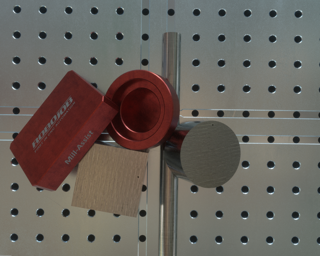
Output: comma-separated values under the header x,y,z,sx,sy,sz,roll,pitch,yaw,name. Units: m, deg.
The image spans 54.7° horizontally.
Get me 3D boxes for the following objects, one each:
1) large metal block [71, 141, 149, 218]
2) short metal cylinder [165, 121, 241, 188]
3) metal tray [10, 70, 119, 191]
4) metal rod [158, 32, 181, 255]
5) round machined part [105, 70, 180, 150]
x,y,z,sx,sy,sz,roll,pitch,yaw,name
-0.061,0.062,0.400,0.080,0.050,0.080,10,90,0,large metal block
0.052,0.031,0.388,0.081,0.050,0.079,0,90,-20,short metal cylinder
-0.121,0.001,0.385,0.130,0.030,0.090,-52,52,0,metal tray
0.013,0.024,0.414,0.025,0.025,0.298,1,90,0,metal rod
-0.020,-0.022,0.392,0.098,0.042,0.097,0,89,25,round machined part
